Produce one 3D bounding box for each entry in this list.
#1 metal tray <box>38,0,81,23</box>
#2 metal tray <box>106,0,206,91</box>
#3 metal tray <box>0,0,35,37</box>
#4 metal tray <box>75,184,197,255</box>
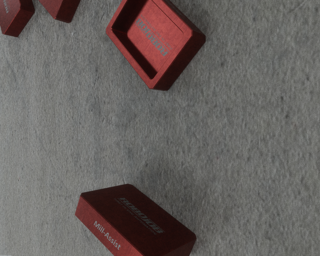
[{"bbox_3d":[-0.184,-0.260,0.550,0.130,0.030,0.089,49,119,28],"label":"metal tray"},{"bbox_3d":[-0.011,-0.123,0.408,0.090,0.030,0.130,-51,61,27],"label":"metal tray"},{"bbox_3d":[-0.314,-0.272,0.656,0.090,0.030,0.130,-34,69,34],"label":"metal tray"},{"bbox_3d":[-0.032,0.121,0.386,0.130,0.091,0.030,30,109,35],"label":"metal tray"}]
